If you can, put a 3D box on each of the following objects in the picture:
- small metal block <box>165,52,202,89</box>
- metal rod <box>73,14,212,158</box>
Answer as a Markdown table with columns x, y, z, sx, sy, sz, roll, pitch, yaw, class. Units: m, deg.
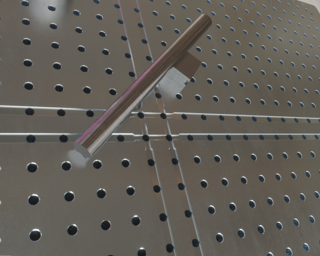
| x | y | z | sx | sy | sz | roll | pitch | yaw | class |
| --- | --- | --- | --- | --- | --- | --- | --- | --- | --- |
| 0.031 | -0.097 | 0.486 | 0.050 | 0.025 | 0.050 | 36 | 51 | -4 | small metal block |
| -0.007 | -0.075 | 0.426 | 0.025 | 0.025 | 0.301 | 40 | 58 | -2 | metal rod |
